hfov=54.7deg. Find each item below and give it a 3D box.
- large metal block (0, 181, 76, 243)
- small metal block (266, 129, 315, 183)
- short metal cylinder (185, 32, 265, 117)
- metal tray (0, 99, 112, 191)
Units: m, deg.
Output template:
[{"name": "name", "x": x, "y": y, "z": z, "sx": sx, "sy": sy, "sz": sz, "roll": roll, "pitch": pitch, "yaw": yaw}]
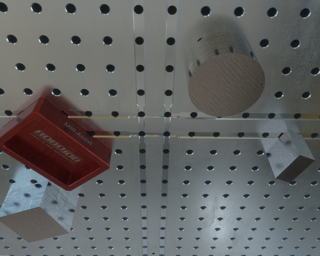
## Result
[{"name": "large metal block", "x": -0.201, "y": 0.140, "z": 0.511, "sx": 0.080, "sy": 0.050, "sz": 0.080, "roll": -17, "pitch": 128, "yaw": 14}, {"name": "small metal block", "x": 0.180, "y": 0.039, "z": 0.432, "sx": 0.025, "sy": 0.050, "sz": 0.050, "roll": 19, "pitch": 128, "yaw": -15}, {"name": "short metal cylinder", "x": 0.070, "y": -0.059, "z": 0.346, "sx": 0.081, "sy": 0.050, "sz": 0.079, "roll": 0, "pitch": 130, "yaw": 0}, {"name": "metal tray", "x": -0.144, "y": 0.029, "z": 0.430, "sx": 0.090, "sy": 0.030, "sz": 0.130, "roll": -31, "pitch": 124, "yaw": 23}]
